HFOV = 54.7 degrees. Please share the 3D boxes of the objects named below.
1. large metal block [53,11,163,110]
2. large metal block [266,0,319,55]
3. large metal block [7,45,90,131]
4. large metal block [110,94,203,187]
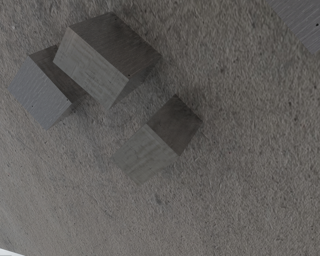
[{"bbox_3d":[-0.057,-0.079,0.352,0.080,0.080,0.050,42,129,-1],"label":"large metal block"},{"bbox_3d":[0.133,-0.121,0.246,0.080,0.050,0.080,47,129,-5],"label":"large metal block"},{"bbox_3d":[-0.155,-0.055,0.438,0.080,0.050,0.080,49,129,-7],"label":"large metal block"},{"bbox_3d":[-0.003,0.014,0.382,0.050,0.080,0.080,45,129,-3],"label":"large metal block"}]
